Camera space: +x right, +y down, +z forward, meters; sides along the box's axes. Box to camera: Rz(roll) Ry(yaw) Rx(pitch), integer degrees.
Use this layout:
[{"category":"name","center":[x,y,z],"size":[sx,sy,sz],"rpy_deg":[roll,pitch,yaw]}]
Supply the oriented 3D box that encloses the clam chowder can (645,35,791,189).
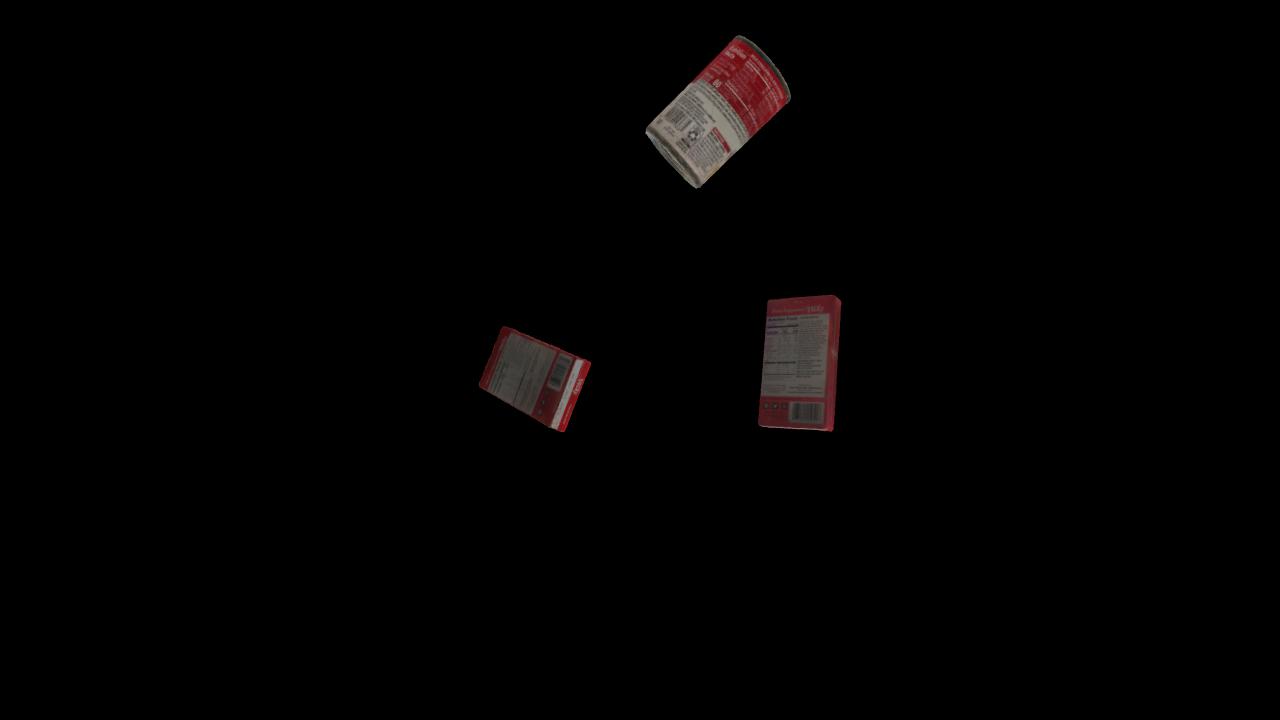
[{"category":"clam chowder can","center":[0.063,-0.201,0.506],"size":[0.102,0.068,0.068],"rpy_deg":[-43,-8,8]}]

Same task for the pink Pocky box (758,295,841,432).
[{"category":"pink Pocky box","center":[0.186,0.003,0.716],"size":[0.084,0.155,0.029],"rpy_deg":[-1,-12,37]}]

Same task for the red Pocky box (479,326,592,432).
[{"category":"red Pocky box","center":[-0.124,0.018,0.706],"size":[0.155,0.083,0.028],"rpy_deg":[21,0,44]}]
